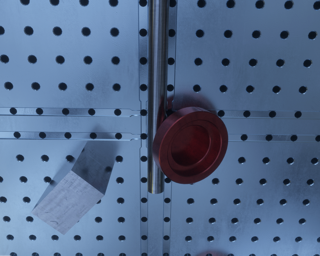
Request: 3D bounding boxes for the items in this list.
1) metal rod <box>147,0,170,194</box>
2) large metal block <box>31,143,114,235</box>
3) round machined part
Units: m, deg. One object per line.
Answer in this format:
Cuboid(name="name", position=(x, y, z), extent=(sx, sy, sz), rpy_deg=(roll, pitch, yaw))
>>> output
Cuboid(name="metal rod", position=(-0.003, -0.052, 0.394), extent=(0.025, 0.025, 0.298), rpy_deg=(1, 110, -1))
Cuboid(name="large metal block", position=(-0.112, 0.078, 0.412), extent=(0.050, 0.080, 0.080), rpy_deg=(41, 105, -14))
Cuboid(name="round machined part", position=(0.035, 0.019, 0.399), extent=(0.099, 0.042, 0.097), rpy_deg=(-9, 113, -23))
